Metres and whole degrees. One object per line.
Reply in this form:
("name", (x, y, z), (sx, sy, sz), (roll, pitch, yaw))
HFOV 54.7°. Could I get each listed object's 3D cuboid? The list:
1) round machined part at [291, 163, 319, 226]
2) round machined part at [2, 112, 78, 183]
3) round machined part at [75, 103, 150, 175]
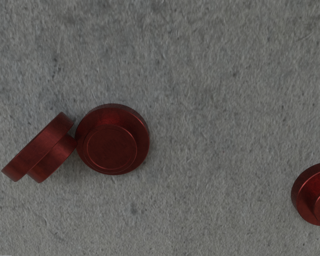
("round machined part", (0.245, 0.101, 0.442), (0.099, 0.042, 0.097), (0, 110, -1))
("round machined part", (-0.140, 0.029, 0.380), (0.098, 0.098, 0.042), (-41, 106, 13))
("round machined part", (-0.063, 0.020, 0.407), (0.099, 0.042, 0.097), (0, 110, -1))
